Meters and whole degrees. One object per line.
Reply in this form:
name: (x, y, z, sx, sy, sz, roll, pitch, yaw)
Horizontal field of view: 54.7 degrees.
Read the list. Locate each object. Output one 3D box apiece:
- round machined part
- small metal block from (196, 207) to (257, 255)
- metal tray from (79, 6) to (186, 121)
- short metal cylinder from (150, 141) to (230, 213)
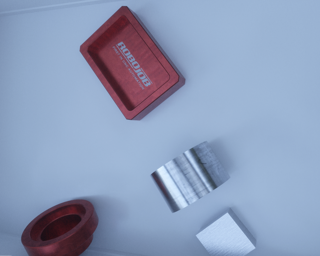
round machined part: (-0.131, 0.143, 0.421, 0.098, 0.098, 0.042, -10, 110, 19)
small metal block: (0.082, 0.136, 0.381, 0.050, 0.025, 0.050, -41, 77, 15)
metal tray: (-0.039, -0.086, 0.420, 0.090, 0.030, 0.130, -38, 78, 15)
short metal cylinder: (0.035, 0.058, 0.368, 0.080, 0.080, 0.050, -35, 79, 16)
